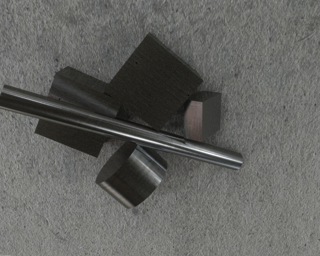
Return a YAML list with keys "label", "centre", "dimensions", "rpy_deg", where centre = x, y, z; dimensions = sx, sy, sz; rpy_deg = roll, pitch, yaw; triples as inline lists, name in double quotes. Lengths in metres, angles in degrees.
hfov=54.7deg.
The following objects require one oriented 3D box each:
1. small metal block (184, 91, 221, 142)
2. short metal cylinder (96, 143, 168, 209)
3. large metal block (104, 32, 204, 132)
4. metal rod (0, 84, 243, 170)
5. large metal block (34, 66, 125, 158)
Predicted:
- label: "small metal block"
  centre: [0.054, -0.016, 0.390]
  dimensions: [0.025, 0.050, 0.050]
  rpy_deg: [12, 115, 34]
- label: "short metal cylinder"
  centre: [-0.037, 0.056, 0.401]
  dimensions: [0.080, 0.080, 0.050]
  rpy_deg: [-42, 105, 14]
- label: "large metal block"
  centre: [-0.007, -0.057, 0.374]
  dimensions: [0.080, 0.050, 0.080]
  rpy_deg: [38, 106, -13]
- label: "metal rod"
  centre: [-0.026, 0.007, 0.370]
  dimensions: [0.302, 0.025, 0.025]
  rpy_deg: [16, 110, -24]
- label: "large metal block"
  centre: [-0.097, -0.021, 0.389]
  dimensions: [0.080, 0.050, 0.080]
  rpy_deg: [24, 108, -9]
